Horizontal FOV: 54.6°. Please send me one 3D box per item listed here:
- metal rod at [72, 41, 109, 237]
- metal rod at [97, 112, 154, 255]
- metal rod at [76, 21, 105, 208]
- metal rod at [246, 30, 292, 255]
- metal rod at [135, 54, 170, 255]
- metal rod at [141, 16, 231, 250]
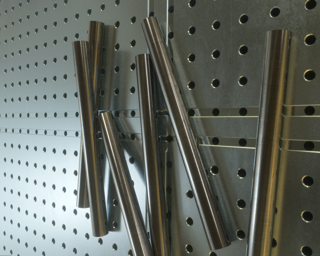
[{"bbox_3d":[-0.107,0.018,0.480,0.025,0.025,0.298,-3,94,40],"label":"metal rod"},{"bbox_3d":[-0.040,0.110,0.420,0.025,0.025,0.299,-38,60,34],"label":"metal rod"},{"bbox_3d":[-0.114,-0.019,0.504,0.025,0.025,0.298,8,95,40],"label":"metal rod"},{"bbox_3d":[0.109,0.053,0.320,0.025,0.025,0.298,7,94,40],"label":"metal rod"},{"bbox_3d":[-0.009,0.050,0.417,0.025,0.025,0.299,-8,85,40],"label":"metal rod"},{"bbox_3d":[0.027,-0.004,0.387,0.025,0.025,0.299,-27,73,37],"label":"metal rod"}]
